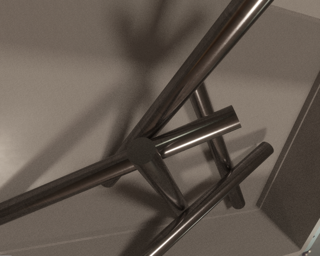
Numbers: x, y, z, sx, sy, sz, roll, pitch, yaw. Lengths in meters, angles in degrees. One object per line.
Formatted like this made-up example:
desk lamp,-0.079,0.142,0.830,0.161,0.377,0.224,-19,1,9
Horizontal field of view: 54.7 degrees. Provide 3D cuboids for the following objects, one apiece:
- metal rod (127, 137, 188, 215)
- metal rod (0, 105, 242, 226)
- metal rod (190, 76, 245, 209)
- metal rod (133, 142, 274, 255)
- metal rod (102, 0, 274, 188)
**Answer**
metal rod,0.013,0.082,0.392,0.025,0.025,0.299,-35,153,-5
metal rod,-0.058,0.046,0.342,0.301,0.025,0.025,-23,130,11
metal rod,0.093,0.038,0.485,0.025,0.025,0.299,-33,129,-7
metal rod,0.068,0.113,0.461,0.302,0.025,0.025,-35,131,-24
metal rod,0.003,-0.018,0.320,0.025,0.025,0.298,8,140,-33
